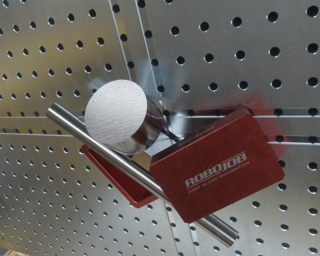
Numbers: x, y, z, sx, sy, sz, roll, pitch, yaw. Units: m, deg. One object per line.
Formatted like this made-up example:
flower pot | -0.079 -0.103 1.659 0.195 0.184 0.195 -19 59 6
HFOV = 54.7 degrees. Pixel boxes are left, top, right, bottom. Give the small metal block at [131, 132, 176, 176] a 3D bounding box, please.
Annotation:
small metal block | -0.001 0.035 0.411 0.050 0.050 0.025 35 129 5

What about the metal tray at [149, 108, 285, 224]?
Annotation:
metal tray | 0.065 0.046 0.365 0.130 0.030 0.090 -30 103 12

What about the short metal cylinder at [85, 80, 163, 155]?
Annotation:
short metal cylinder | -0.043 -0.012 0.378 0.080 0.080 0.050 8 164 24

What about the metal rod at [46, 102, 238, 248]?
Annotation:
metal rod | -0.027 0.061 0.419 0.301 0.025 0.025 35 129 4

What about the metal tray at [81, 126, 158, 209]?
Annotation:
metal tray | -0.044 0.052 0.458 0.130 0.030 0.090 49 129 -7
